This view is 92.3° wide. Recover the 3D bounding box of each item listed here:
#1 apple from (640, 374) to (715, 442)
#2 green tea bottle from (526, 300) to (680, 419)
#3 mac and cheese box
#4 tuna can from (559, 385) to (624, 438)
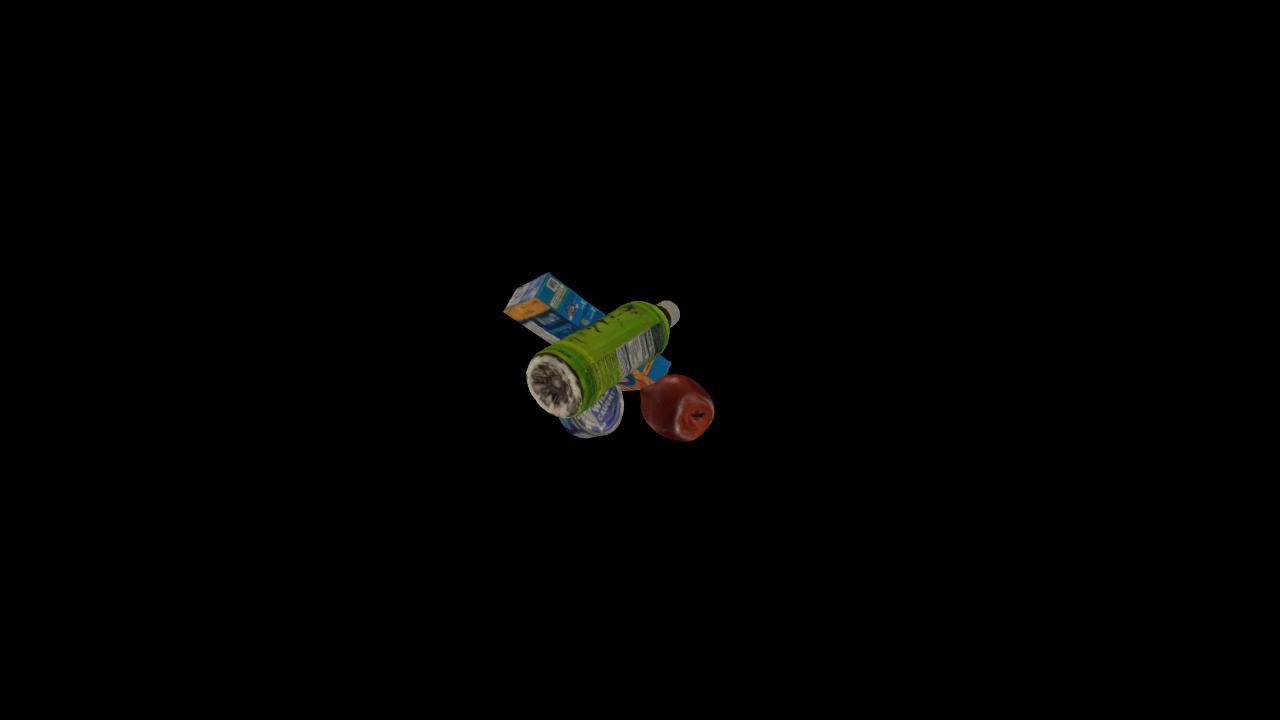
[{"bbox_3d":[0.043,0.054,0.714,0.079,0.079,0.093,0,14,-36],"label":"apple"},{"bbox_3d":[-0.022,-0.014,0.632,0.073,0.073,0.212,0,21,36],"label":"green tea bottle"},{"bbox_3d":[-0.060,-0.026,0.715,0.184,0.041,0.093,36,-25,-25],"label":"mac and cheese box"},{"bbox_3d":[-0.061,0.052,0.747,0.084,0.084,0.034,0,-13,-44],"label":"tuna can"}]
